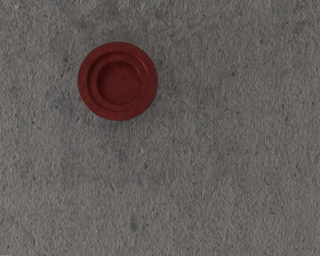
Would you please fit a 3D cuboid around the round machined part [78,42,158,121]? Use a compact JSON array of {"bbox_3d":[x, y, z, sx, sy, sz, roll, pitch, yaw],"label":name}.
[{"bbox_3d":[-0.052,-0.058,0.401,0.099,0.042,0.097,0,90,0],"label":"round machined part"}]
